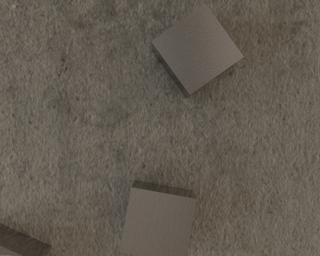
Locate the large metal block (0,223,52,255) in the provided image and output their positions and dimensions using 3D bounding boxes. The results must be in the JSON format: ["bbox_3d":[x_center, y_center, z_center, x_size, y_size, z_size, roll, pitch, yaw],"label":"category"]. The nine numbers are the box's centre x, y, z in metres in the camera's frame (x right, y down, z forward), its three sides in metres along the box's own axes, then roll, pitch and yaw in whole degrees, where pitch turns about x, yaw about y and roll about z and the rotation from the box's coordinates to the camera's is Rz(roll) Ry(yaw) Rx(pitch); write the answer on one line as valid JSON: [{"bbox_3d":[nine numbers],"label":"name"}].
[{"bbox_3d":[-0.201,0.180,0.395,0.080,0.050,0.080,24,90,-1],"label":"large metal block"}]

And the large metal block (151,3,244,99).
[{"bbox_3d":[0.045,-0.095,0.398,0.080,0.050,0.080,-36,90,0],"label":"large metal block"}]

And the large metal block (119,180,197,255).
[{"bbox_3d":[-0.002,0.117,0.398,0.080,0.050,0.080,10,90,-1],"label":"large metal block"}]
